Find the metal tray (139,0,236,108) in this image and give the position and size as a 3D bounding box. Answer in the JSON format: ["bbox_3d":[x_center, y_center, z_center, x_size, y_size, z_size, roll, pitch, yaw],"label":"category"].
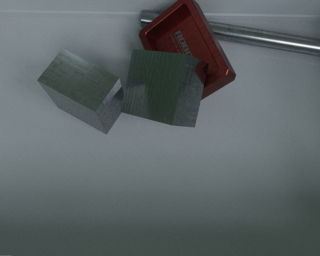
[{"bbox_3d":[0.033,-0.100,0.419,0.090,0.030,0.130,-31,70,25],"label":"metal tray"}]

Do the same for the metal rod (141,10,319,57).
[{"bbox_3d":[0.122,-0.139,0.461,0.302,0.025,0.025,10,70,3],"label":"metal rod"}]

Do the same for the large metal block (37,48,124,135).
[{"bbox_3d":[-0.094,-0.043,0.395,0.080,0.080,0.050,28,73,9],"label":"large metal block"}]

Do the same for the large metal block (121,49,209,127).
[{"bbox_3d":[0.005,-0.049,0.382,0.080,0.050,0.079,15,96,35],"label":"large metal block"}]
